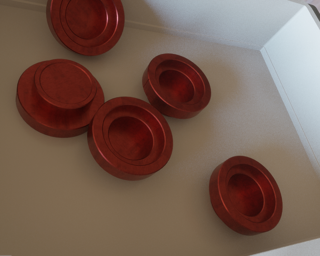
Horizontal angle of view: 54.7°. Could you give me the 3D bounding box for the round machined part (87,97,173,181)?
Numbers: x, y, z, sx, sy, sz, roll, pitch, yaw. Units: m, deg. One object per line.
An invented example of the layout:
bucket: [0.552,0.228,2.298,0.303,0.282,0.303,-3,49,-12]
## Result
round machined part: [-0.037,0.015,0.364,0.099,0.042,0.098,14,58,-24]

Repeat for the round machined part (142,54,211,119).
round machined part: [0.020,-0.054,0.440,0.099,0.042,0.098,14,56,-21]

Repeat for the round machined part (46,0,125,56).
round machined part: [-0.100,-0.147,0.410,0.099,0.042,0.097,-12,113,-31]

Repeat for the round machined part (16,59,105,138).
round machined part: [-0.112,-0.041,0.360,0.099,0.042,0.098,14,56,-21]

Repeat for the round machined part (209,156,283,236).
round machined part: [0.105,0.088,0.399,0.099,0.042,0.098,14,56,-21]
